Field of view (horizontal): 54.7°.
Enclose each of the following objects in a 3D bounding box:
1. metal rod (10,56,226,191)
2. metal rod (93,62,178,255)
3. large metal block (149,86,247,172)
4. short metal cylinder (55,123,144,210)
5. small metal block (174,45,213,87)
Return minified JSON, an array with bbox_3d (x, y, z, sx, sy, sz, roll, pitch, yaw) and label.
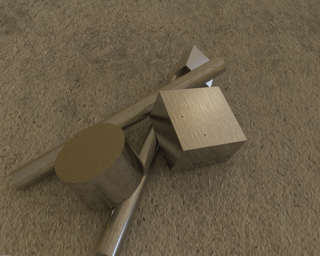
[{"bbox_3d":[-0.040,-0.014,0.393,0.302,0.025,0.025,-31,57,-16],"label":"metal rod"},{"bbox_3d":[-0.009,0.015,0.391,0.025,0.025,0.300,14,51,11],"label":"metal rod"},{"bbox_3d":[0.042,0.000,0.370,0.081,0.050,0.080,-8,59,-23],"label":"large metal block"},{"bbox_3d":[-0.064,0.041,0.337,0.080,0.050,0.080,-15,41,14],"label":"short metal cylinder"},{"bbox_3d":[0.054,-0.086,0.461,0.050,0.025,0.050,38,49,-20],"label":"small metal block"}]
